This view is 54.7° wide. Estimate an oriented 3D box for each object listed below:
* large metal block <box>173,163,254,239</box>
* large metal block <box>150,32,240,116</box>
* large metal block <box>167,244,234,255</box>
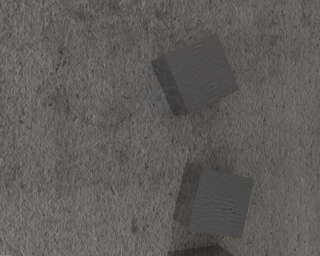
[{"bbox_3d":[0.072,0.098,0.422,0.081,0.050,0.080,15,85,-20],"label":"large metal block"},{"bbox_3d":[0.046,-0.070,0.412,0.081,0.050,0.080,-27,99,-18],"label":"large metal block"},{"bbox_3d":[0.056,0.211,0.417,0.081,0.050,0.079,0,90,-20],"label":"large metal block"}]
